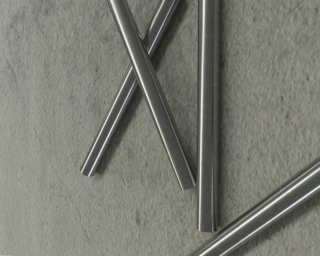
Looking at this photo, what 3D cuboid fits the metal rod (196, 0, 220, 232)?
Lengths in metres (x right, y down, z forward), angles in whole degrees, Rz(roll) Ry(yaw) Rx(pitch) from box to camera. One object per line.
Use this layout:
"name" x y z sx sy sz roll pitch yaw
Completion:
"metal rod" 0.056 -0.033 0.357 0.025 0.025 0.298 1 90 39

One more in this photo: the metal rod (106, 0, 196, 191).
"metal rod" -0.017 -0.067 0.390 0.025 0.025 0.299 -26 82 37

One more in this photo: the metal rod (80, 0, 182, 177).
"metal rod" -0.049 -0.051 0.442 0.025 0.025 0.298 43 116 31

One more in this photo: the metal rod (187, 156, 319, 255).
"metal rod" 0.121 0.071 0.304 0.299 0.025 0.025 -49 61 28
